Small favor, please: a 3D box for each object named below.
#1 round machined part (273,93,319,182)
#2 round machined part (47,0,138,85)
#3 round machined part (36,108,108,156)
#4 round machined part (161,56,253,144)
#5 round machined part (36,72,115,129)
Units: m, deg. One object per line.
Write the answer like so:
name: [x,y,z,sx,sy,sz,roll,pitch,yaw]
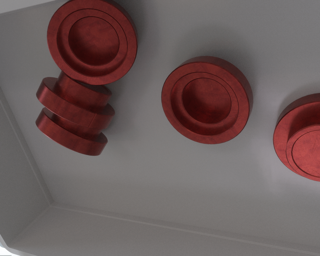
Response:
round machined part: [0.168,0.017,0.319,0.098,0.042,0.097,13,124,21]
round machined part: [-0.074,-0.103,0.358,0.099,0.042,0.097,-1,122,-1]
round machined part: [-0.115,-0.005,0.430,0.098,0.098,0.042,32,97,7]
round machined part: [0.055,-0.034,0.348,0.098,0.042,0.097,13,124,21]
round machined part: [-0.101,-0.041,0.396,0.098,0.098,0.042,32,103,7]
